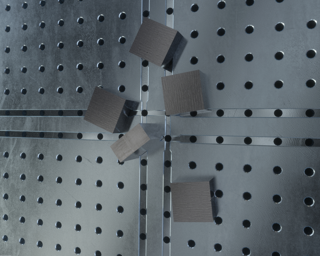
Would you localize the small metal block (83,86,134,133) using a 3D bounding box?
[{"bbox_3d":[-0.072,-0.025,0.437,0.050,0.025,0.050,24,98,18],"label":"small metal block"}]

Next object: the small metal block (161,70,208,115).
[{"bbox_3d":[0.032,-0.044,0.401,0.050,0.025,0.050,-8,87,19],"label":"small metal block"}]

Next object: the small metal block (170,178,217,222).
[{"bbox_3d":[0.043,0.092,0.397,0.050,0.025,0.050,-6,88,19],"label":"small metal block"}]

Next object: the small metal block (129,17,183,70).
[{"bbox_3d":[-0.005,-0.112,0.414,0.050,0.025,0.050,29,99,17],"label":"small metal block"}]

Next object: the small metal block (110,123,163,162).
[{"bbox_3d":[-0.029,0.018,0.409,0.050,0.050,0.025,-38,78,16],"label":"small metal block"}]
